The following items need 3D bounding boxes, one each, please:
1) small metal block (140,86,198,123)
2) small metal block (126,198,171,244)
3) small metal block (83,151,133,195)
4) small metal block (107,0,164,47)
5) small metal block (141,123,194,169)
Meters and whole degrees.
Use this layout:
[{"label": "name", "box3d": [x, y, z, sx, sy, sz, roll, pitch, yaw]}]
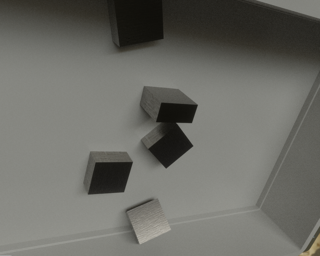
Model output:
[{"label": "small metal block", "box3d": [0.010, -0.029, 0.381, 0.050, 0.050, 0.025, 1, 118, -29]}, {"label": "small metal block", "box3d": [-0.018, 0.141, 0.469, 0.050, 0.050, 0.025, -19, 164, -18]}, {"label": "small metal block", "box3d": [-0.069, 0.059, 0.409, 0.050, 0.025, 0.050, 3, 117, -30]}, {"label": "small metal block", "box3d": [-0.025, -0.117, 0.324, 0.050, 0.025, 0.050, -16, 125, -20]}, {"label": "small metal block", "box3d": [0.011, 0.020, 0.429, 0.050, 0.025, 0.050, -40, 130, -2]}]
